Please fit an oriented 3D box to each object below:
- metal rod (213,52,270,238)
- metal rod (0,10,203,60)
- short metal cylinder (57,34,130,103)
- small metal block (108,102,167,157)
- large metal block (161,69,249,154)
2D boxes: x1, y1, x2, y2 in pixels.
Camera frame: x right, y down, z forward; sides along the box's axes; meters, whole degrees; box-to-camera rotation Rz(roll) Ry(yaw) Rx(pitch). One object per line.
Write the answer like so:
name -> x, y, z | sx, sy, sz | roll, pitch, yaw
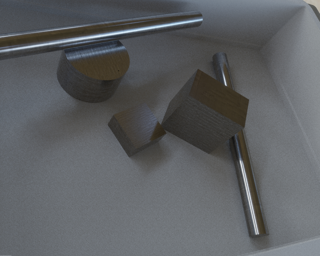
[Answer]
metal rod -> 0.115, 0.006, 0.465 | 0.025, 0.025, 0.299 | 9, 58, -24
metal rod -> -0.056, -0.122, 0.386 | 0.302, 0.025, 0.025 | -23, 74, -37
short metal cylinder -> -0.085, -0.079, 0.393 | 0.081, 0.050, 0.080 | 14, 56, -21
small metal block -> -0.029, 0.001, 0.391 | 0.050, 0.025, 0.050 | -26, 76, -37
large metal block -> 0.059, -0.019, 0.416 | 0.080, 0.080, 0.050 | 29, 52, -10
